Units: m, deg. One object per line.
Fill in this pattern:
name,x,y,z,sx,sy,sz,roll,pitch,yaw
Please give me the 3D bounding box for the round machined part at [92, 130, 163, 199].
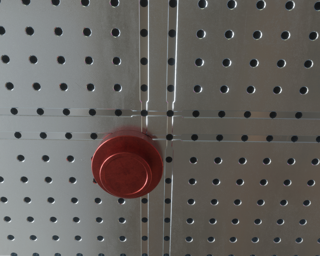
round machined part,-0.045,0.056,0.424,0.099,0.042,0.097,0,110,0
